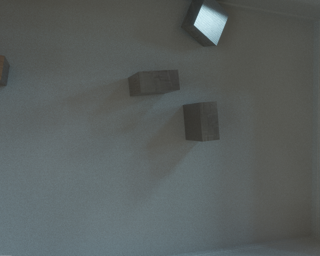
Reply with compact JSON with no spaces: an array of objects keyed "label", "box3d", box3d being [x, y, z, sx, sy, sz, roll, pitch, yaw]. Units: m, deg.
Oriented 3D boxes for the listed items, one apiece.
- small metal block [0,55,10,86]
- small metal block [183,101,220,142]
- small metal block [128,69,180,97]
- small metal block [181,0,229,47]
[{"label":"small metal block","box3d":[-0.191,-0.064,0.327,0.050,0.050,0.025,8,88,-20]},{"label":"small metal block","box3d":[0.055,-0.009,0.419,0.025,0.050,0.050,-6,92,-20]},{"label":"small metal block","box3d":[-0.009,-0.057,0.395,0.050,0.050,0.025,-7,93,-20]},{"label":"small metal block","box3d":[0.063,-0.148,0.427,0.050,0.025,0.050,28,80,-38]}]
